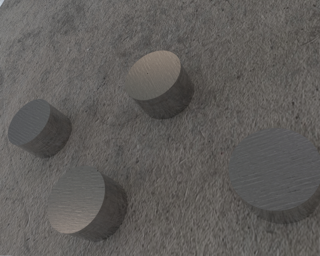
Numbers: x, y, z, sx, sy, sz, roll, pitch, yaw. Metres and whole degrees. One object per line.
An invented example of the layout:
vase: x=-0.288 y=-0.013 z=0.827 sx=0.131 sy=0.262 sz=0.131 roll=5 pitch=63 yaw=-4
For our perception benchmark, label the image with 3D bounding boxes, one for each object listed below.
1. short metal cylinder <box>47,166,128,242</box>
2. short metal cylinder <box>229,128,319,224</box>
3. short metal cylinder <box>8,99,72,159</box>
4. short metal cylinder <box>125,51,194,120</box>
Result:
short metal cylinder: x=-0.087 y=0.092 z=0.377 sx=0.080 sy=0.050 sz=0.080 roll=-13 pitch=56 yaw=21
short metal cylinder: x=0.113 y=0.047 z=0.300 sx=0.080 sy=0.050 sz=0.080 roll=-13 pitch=56 yaw=21
short metal cylinder: x=-0.187 y=0.002 z=0.486 sx=0.080 sy=0.050 sz=0.080 roll=-13 pitch=56 yaw=21
short metal cylinder: x=0.000 y=-0.058 z=0.424 sx=0.080 sy=0.050 sz=0.080 roll=-13 pitch=56 yaw=21
